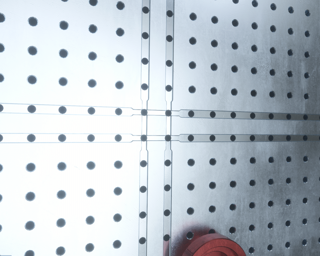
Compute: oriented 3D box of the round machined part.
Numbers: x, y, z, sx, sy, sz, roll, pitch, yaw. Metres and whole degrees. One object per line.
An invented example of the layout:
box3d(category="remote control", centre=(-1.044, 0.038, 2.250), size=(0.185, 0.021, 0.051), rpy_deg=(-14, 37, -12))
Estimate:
box3d(category="round machined part", centre=(0.069, 0.195, 0.429), size=(0.099, 0.042, 0.097), rpy_deg=(0, 90, -20))
